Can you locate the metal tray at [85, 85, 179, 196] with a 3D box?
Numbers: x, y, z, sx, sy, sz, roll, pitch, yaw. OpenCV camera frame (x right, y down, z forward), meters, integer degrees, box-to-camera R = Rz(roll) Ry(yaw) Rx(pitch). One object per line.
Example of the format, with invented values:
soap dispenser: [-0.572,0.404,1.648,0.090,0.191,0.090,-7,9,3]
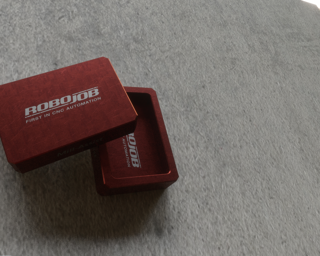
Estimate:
metal tray: [-0.037,0.011,0.374,0.091,0.030,0.130,0,62,-29]

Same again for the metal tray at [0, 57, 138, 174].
metal tray: [-0.101,-0.018,0.330,0.131,0.030,0.090,-21,68,-18]
